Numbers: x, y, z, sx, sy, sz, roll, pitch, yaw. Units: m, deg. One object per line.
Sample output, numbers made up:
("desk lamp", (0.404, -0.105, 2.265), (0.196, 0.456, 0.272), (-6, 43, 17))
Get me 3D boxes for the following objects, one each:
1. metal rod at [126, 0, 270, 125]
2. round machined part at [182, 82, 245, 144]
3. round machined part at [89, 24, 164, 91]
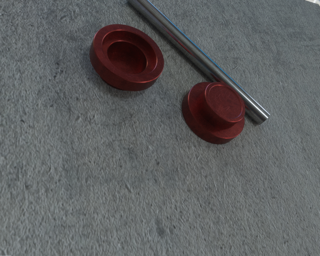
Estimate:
("metal rod", (0.061, -0.117, 0.507), (0.300, 0.025, 0.025), (44, 51, 2))
("round machined part", (0.085, -0.029, 0.456), (0.099, 0.042, 0.098), (14, 56, -21))
("round machined part", (-0.048, -0.090, 0.422), (0.099, 0.042, 0.098), (14, 56, -21))
